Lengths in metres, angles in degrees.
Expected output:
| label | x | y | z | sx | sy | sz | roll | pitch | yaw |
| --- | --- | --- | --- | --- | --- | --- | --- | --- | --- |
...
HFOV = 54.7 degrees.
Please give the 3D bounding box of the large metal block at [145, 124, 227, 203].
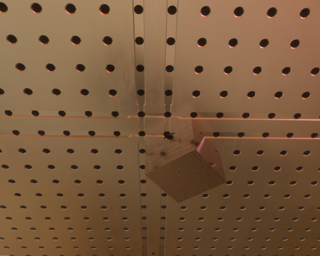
| label | x | y | z | sx | sy | sz | roll | pitch | yaw |
| --- | --- | --- | --- | --- | --- | --- | --- | --- | --- |
| large metal block | 0.036 | 0.053 | 0.441 | 0.080 | 0.050 | 0.080 | -29 | 125 | 22 |
